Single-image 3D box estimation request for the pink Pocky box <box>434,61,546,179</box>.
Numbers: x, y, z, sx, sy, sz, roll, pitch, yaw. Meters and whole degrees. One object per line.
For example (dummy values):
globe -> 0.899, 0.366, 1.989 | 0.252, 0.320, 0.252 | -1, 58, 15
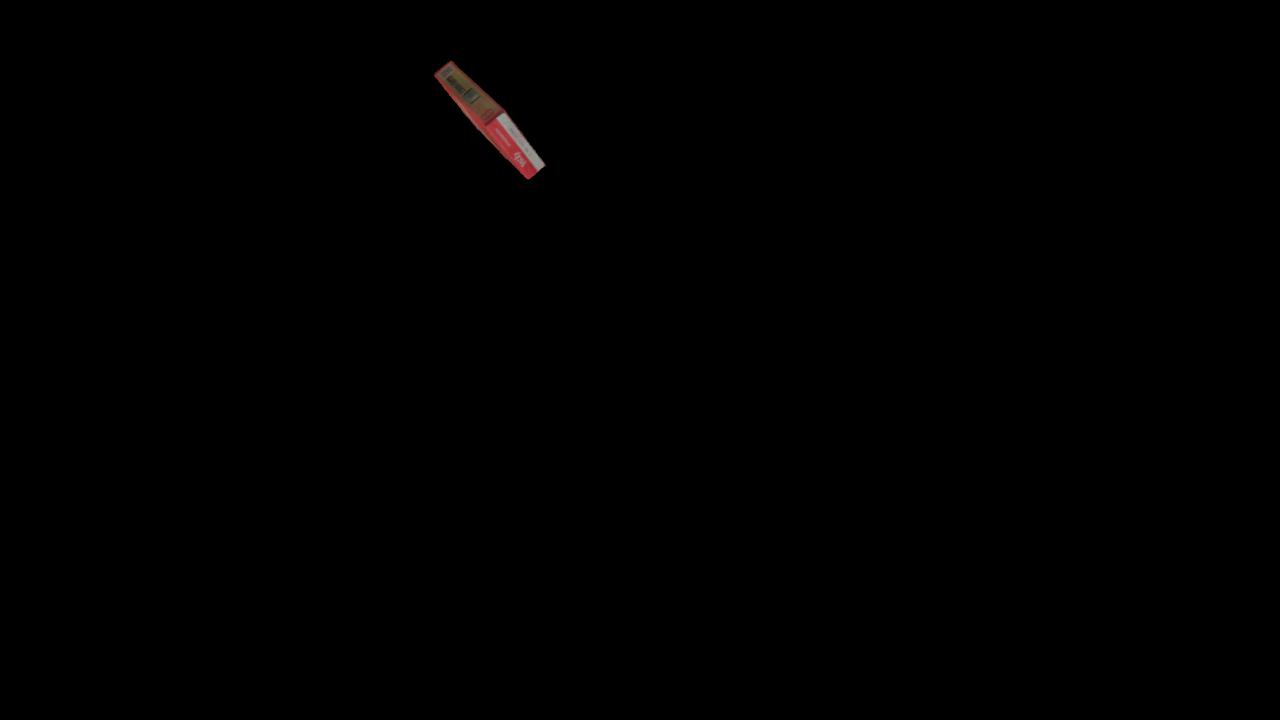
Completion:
pink Pocky box -> -0.171, -0.271, 0.694 | 0.155, 0.029, 0.084 | 49, 0, 35
